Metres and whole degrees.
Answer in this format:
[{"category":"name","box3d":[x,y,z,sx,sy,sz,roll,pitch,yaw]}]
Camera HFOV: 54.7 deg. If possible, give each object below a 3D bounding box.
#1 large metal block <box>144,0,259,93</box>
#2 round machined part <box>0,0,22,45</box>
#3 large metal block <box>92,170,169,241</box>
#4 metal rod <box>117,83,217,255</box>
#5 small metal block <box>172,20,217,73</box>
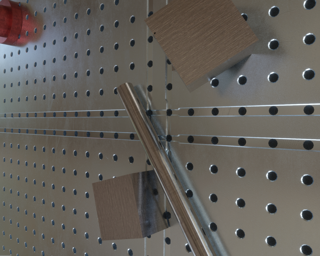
[{"category":"large metal block","box3d":[0.043,-0.095,0.326,0.080,0.050,0.080,-32,84,7]},{"category":"round machined part","box3d":[-0.351,-0.237,0.688,0.098,0.042,0.097,0,90,40]},{"category":"large metal block","box3d":[-0.043,0.106,0.428,0.080,0.050,0.080,-20,78,38]},{"category":"metal rod","box3d":[0.012,0.067,0.399,0.025,0.025,0.299,-40,66,32]},{"category":"small metal block","box3d":[0.041,-0.097,0.376,0.050,0.025,0.050,-5,87,40]}]
